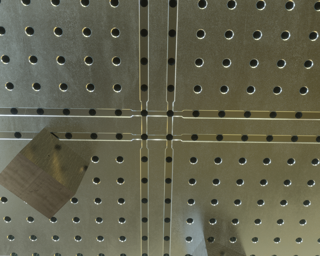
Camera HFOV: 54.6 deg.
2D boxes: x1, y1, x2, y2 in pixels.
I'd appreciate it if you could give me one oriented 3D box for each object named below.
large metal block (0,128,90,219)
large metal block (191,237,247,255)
[{"bbox_3d":[-0.147,0.056,0.404,0.080,0.080,0.050,42,105,-14],"label":"large metal block"},{"bbox_3d":[0.094,0.225,0.467,0.080,0.080,0.050,27,108,-10],"label":"large metal block"}]
